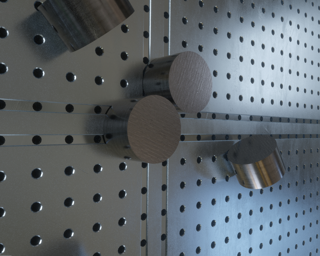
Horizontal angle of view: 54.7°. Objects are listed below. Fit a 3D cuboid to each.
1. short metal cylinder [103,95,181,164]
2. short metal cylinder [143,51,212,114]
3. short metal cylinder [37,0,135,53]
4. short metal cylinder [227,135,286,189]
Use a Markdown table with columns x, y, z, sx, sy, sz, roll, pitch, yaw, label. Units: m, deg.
| x | y | z | sx | sy | sz | roll | pitch | yaw | label |
| --- | --- | --- | --- | --- | --- | --- | --- | --- | --- |
| -0.021 | 0.001 | 0.377 | 0.081 | 0.050 | 0.079 | 0 | 90 | -40 | short metal cylinder |
| 0.025 | -0.059 | 0.415 | 0.081 | 0.050 | 0.079 | -1 | 91 | -41 | short metal cylinder |
| -0.073 | -0.120 | 0.313 | 0.080 | 0.080 | 0.050 | -49 | 119 | -29 | short metal cylinder |
| 0.158 | 0.054 | 0.509 | 0.080 | 0.080 | 0.050 | -41 | 116 | -32 | short metal cylinder |
